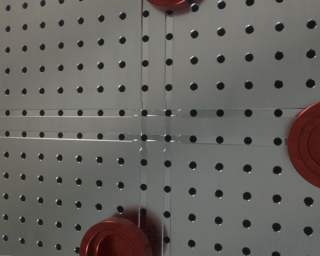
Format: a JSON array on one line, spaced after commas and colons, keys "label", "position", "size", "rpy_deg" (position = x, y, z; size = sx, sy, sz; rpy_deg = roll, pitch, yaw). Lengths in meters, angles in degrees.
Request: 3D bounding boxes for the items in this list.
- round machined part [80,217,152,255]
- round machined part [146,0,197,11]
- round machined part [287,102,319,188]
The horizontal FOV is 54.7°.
[{"label": "round machined part", "position": [-0.056, 0.170, 0.422], "size": [0.098, 0.042, 0.097], "rpy_deg": [0, 90, 19]}, {"label": "round machined part", "position": [0.012, -0.206, 0.399], "size": [0.098, 0.042, 0.097], "rpy_deg": [0, 90, 19]}, {"label": "round machined part", "position": [0.191, 0.018, 0.337], "size": [0.098, 0.042, 0.097], "rpy_deg": [0, 90, 19]}]
